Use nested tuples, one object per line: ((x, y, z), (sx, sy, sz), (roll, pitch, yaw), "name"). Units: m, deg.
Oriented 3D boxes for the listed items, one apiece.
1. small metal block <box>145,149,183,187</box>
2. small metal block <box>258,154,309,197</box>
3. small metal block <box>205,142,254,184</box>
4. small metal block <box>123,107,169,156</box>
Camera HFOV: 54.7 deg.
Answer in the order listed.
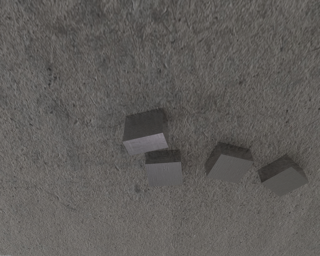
((0.007, 0.060, 0.458), (0.050, 0.025, 0.050), (-4, 130, 3), "small metal block")
((0.187, 0.073, 0.472), (0.050, 0.025, 0.050), (36, 121, -27), "small metal block")
((0.100, 0.051, 0.452), (0.050, 0.025, 0.050), (14, 129, -12), "small metal block")
((-0.017, 0.004, 0.394), (0.050, 0.050, 0.025), (-13, 129, 10), "small metal block")
